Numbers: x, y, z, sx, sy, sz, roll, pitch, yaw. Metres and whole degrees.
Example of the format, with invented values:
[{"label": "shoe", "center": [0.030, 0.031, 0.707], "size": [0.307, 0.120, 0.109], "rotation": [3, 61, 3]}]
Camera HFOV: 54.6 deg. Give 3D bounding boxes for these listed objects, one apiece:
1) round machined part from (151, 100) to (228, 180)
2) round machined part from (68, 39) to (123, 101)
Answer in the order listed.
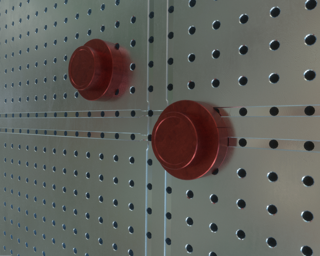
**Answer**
[{"label": "round machined part", "center": [0.028, 0.015, 0.376], "size": [0.098, 0.042, 0.097], "rotation": [0, 90, 40]}, {"label": "round machined part", "center": [-0.107, -0.092, 0.488], "size": [0.098, 0.042, 0.097], "rotation": [0, 90, 40]}]
